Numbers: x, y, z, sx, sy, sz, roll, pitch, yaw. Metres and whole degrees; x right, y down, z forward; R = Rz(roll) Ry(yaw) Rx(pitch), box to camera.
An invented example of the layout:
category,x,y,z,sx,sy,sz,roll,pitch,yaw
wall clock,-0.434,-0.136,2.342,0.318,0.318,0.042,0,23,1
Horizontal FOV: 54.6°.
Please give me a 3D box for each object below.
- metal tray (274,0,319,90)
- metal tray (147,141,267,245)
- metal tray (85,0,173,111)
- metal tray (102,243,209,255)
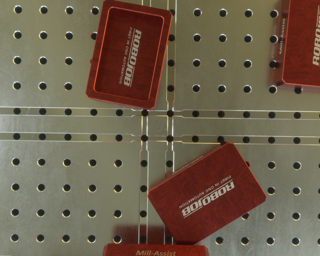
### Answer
category,x,y,z,sx,sy,sz,roll,pitch,yaw
metal tray,0.207,-0.117,0.412,0.090,0.030,0.129,6,90,0
metal tray,0.060,0.088,0.411,0.130,0.030,0.090,-32,90,0
metal tray,-0.040,-0.094,0.410,0.090,0.030,0.129,11,90,0
metal tray,-0.006,0.192,0.393,0.131,0.030,0.089,1,114,0
